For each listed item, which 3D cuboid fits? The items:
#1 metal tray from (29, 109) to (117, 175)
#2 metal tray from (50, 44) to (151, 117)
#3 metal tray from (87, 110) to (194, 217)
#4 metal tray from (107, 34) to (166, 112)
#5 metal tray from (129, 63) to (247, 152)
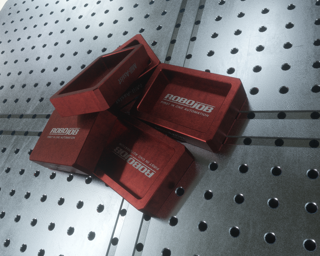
[{"bbox_3d":[-0.127,0.014,0.442,0.130,0.030,0.090,-1,61,44],"label":"metal tray"},{"bbox_3d":[-0.080,-0.069,0.435,0.090,0.030,0.130,-6,35,34],"label":"metal tray"},{"bbox_3d":[-0.034,0.039,0.398,0.130,0.030,0.090,28,78,37],"label":"metal tray"},{"bbox_3d":[-0.063,-0.081,0.488,0.130,0.030,0.090,-34,50,5],"label":"metal tray"},{"bbox_3d":[0.034,-0.032,0.406,0.130,0.030,0.090,20,73,35],"label":"metal tray"}]
